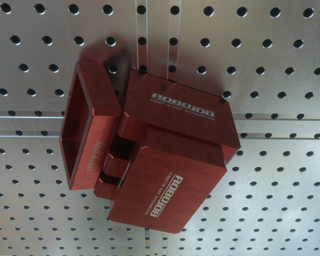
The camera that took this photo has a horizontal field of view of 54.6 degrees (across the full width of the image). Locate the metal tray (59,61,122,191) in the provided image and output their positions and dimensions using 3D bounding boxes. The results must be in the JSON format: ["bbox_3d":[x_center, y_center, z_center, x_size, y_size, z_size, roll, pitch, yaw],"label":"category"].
[{"bbox_3d":[-0.087,0.000,0.364,0.030,0.090,0.129,1,134,-30],"label":"metal tray"}]

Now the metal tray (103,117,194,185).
[{"bbox_3d":[0.000,0.029,0.392,0.131,0.090,0.030,15,127,-14],"label":"metal tray"}]

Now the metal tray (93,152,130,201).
[{"bbox_3d":[-0.017,0.062,0.421,0.131,0.090,0.030,16,128,-14],"label":"metal tray"}]

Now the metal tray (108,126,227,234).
[{"bbox_3d":[0.003,0.064,0.343,0.091,0.030,0.129,16,128,-13],"label":"metal tray"}]

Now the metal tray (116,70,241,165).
[{"bbox_3d":[0.021,-0.013,0.356,0.131,0.090,0.030,16,129,-13],"label":"metal tray"}]
